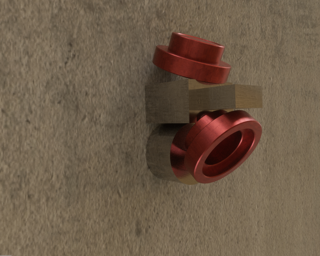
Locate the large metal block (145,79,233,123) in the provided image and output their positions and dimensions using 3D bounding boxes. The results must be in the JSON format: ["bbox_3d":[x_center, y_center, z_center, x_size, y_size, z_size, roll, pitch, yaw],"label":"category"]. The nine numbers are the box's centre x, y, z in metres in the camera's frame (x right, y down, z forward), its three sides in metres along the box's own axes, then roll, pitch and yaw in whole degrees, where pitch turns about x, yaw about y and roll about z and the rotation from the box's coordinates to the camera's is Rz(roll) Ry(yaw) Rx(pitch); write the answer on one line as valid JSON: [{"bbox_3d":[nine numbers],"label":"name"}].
[{"bbox_3d":[0.037,-0.032,0.403,0.081,0.080,0.050,-3,92,-40],"label":"large metal block"}]

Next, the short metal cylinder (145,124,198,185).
[{"bbox_3d":[0.027,0.033,0.416,0.081,0.050,0.079,0,90,-40],"label":"short metal cylinder"}]

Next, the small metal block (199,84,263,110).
[{"bbox_3d":[0.081,-0.034,0.355,0.050,0.050,0.025,-4,92,-40],"label":"small metal block"}]

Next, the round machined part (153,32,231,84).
[{"bbox_3d":[0.043,-0.092,0.391,0.099,0.098,0.042,-3,117,-40],"label":"round machined part"}]

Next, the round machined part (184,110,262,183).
[{"bbox_3d":[0.069,0.017,0.369,0.099,0.042,0.097,-24,141,-21],"label":"round machined part"}]
